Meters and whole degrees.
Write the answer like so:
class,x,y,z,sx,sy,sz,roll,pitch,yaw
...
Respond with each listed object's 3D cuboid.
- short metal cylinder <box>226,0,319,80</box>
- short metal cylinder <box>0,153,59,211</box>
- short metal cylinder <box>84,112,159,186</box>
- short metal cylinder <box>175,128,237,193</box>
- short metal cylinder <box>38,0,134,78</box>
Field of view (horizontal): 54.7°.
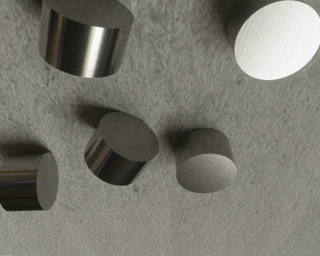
class,x,y,z,sx,sy,sz,roll,pitch,yaw
short metal cylinder,0.111,-0.096,0.311,0.081,0.050,0.079,0,130,0
short metal cylinder,-0.181,0.075,0.432,0.050,0.080,0.079,-2,130,1
short metal cylinder,-0.048,0.026,0.392,0.080,0.080,0.050,23,126,-19
short metal cylinder,0.062,0.046,0.431,0.081,0.050,0.079,0,130,0
short metal cylinder,-0.070,-0.091,0.292,0.081,0.080,0.050,14,129,-12
